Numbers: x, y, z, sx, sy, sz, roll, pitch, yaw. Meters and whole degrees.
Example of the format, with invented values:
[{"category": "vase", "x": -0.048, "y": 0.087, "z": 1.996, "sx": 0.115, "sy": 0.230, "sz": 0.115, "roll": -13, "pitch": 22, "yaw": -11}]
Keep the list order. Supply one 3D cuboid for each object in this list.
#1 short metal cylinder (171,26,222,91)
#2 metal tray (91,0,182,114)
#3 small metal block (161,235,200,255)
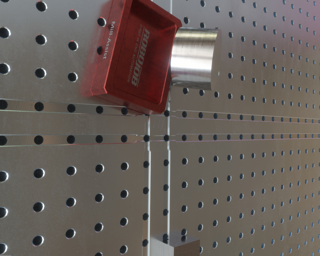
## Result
[{"category": "short metal cylinder", "x": 0.050, "y": -0.092, "z": 0.411, "sx": 0.080, "sy": 0.050, "sz": 0.080, "roll": 8, "pitch": 91, "yaw": -74}, {"category": "metal tray", "x": -0.025, "y": -0.090, "z": 0.384, "sx": 0.091, "sy": 0.030, "sz": 0.129, "roll": 19, "pitch": 78, "yaw": -38}, {"category": "small metal block", "x": 0.029, "y": 0.183, "z": 0.434, "sx": 0.050, "sy": 0.025, "sz": 0.050, "roll": 2, "pitch": 89, "yaw": -40}]
